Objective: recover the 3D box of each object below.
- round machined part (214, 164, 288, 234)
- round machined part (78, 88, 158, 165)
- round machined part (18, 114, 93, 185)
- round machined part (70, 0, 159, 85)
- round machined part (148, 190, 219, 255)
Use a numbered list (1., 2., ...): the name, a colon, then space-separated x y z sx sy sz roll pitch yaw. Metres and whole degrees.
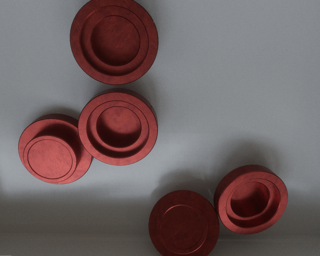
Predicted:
1. round machined part: 0.122 0.095 0.434 0.099 0.042 0.097 -3 108 -8
2. round machined part: -0.052 -0.004 0.400 0.099 0.042 0.097 0 110 0
3. round machined part: -0.140 0.033 0.413 0.099 0.042 0.097 0 110 0
4. round machined part: -0.051 -0.103 0.364 0.099 0.042 0.097 0 110 0
5. round machined part: 0.032 0.135 0.427 0.098 0.042 0.098 -2 75 9
